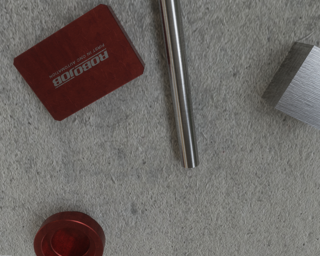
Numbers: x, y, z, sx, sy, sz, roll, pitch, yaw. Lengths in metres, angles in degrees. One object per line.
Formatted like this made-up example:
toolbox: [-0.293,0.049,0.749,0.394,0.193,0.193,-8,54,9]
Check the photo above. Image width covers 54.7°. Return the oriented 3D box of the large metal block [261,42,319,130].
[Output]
large metal block: [0.188,-0.050,0.381,0.080,0.050,0.080,24,108,-9]

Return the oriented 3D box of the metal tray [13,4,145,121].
metal tray: [-0.095,-0.077,0.377,0.130,0.030,0.090,-28,108,9]

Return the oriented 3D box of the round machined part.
round machined part: [-0.130,0.164,0.459,0.099,0.042,0.097,0,110,-1]

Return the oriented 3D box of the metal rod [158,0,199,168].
metal rod: [0.020,-0.088,0.377,0.025,0.025,0.298,-8,110,2]
